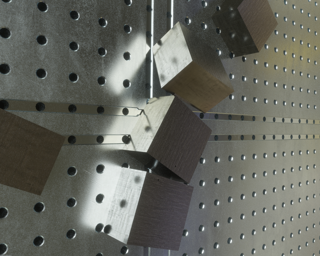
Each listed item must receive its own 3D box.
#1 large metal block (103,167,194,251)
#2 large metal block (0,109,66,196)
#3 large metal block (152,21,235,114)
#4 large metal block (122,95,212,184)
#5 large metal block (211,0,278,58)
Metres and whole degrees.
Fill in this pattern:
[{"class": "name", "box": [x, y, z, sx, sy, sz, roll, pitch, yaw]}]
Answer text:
[{"class": "large metal block", "box": [-0.012, 0.099, 0.382, 0.080, 0.050, 0.080, 25, 75, -37]}, {"class": "large metal block", "box": [-0.139, 0.014, 0.256, 0.080, 0.080, 0.050, 30, 71, -36]}, {"class": "large metal block", "box": [0.042, -0.077, 0.402, 0.080, 0.050, 0.080, 26, 38, -37]}, {"class": "large metal block", "box": [0.012, 0.015, 0.402, 0.080, 0.050, 0.080, 40, 66, -33]}, {"class": "large metal block", "box": [0.141, -0.176, 0.509, 0.080, 0.050, 0.080, 52, 60, -27]}]
